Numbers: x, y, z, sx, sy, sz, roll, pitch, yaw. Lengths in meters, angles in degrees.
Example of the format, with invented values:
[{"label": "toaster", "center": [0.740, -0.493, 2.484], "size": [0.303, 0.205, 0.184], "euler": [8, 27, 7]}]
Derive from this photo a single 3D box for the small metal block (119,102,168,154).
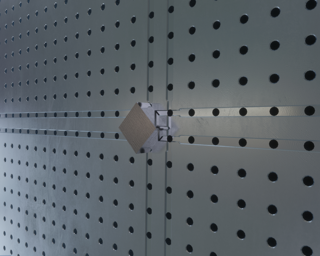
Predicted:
[{"label": "small metal block", "center": [-0.024, 0.000, 0.431], "size": [0.050, 0.025, 0.050], "euler": [-52, 60, 27]}]
